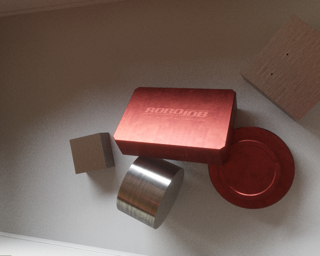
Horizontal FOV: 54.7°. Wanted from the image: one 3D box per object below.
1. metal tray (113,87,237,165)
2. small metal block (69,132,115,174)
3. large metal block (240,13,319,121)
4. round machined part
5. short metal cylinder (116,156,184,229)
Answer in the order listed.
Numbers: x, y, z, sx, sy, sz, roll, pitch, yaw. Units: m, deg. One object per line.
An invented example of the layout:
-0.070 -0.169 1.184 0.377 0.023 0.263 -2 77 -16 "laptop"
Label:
0.020 -0.007 0.372 0.130 0.030 0.090 4 52 20 "metal tray"
-0.097 0.036 0.443 0.050 0.025 0.050 -13 86 19 "small metal block"
0.150 -0.063 0.345 0.080 0.050 0.080 44 103 14 "large metal block"
0.105 0.047 0.364 0.098 0.042 0.097 0 90 19 "round machined part"
-0.010 0.077 0.384 0.050 0.080 0.080 23 98 18 "short metal cylinder"
